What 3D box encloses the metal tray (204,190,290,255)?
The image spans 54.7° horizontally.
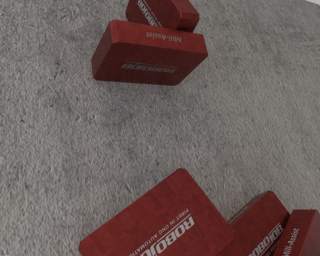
[{"bbox_3d":[0.120,0.146,0.376,0.131,0.030,0.090,-26,76,-37],"label":"metal tray"}]

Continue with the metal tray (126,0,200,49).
[{"bbox_3d":[-0.002,-0.162,0.445,0.030,0.089,0.130,-8,56,-32],"label":"metal tray"}]

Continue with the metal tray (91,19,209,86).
[{"bbox_3d":[-0.015,-0.093,0.408,0.131,0.090,0.030,0,69,-28],"label":"metal tray"}]

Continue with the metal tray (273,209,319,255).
[{"bbox_3d":[0.169,0.169,0.361,0.131,0.030,0.090,-38,106,-43],"label":"metal tray"}]

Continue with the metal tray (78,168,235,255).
[{"bbox_3d":[-0.002,0.112,0.309,0.131,0.030,0.090,-33,79,-23],"label":"metal tray"}]
